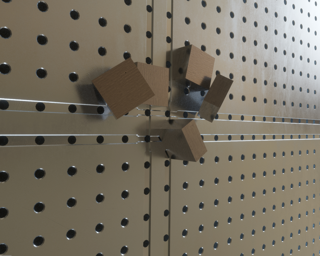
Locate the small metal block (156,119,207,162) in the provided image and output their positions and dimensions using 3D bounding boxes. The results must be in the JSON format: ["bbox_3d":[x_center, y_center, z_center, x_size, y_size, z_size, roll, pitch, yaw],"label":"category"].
[{"bbox_3d":[0.029,0.016,0.416,0.025,0.050,0.050,-39,114,-33],"label":"small metal block"}]

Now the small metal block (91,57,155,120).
[{"bbox_3d":[-0.042,-0.044,0.353,0.050,0.025,0.050,-34,95,-10],"label":"small metal block"}]

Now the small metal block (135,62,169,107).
[{"bbox_3d":[-0.016,-0.053,0.394,0.050,0.025,0.050,3,88,-40],"label":"small metal block"}]

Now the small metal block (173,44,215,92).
[{"bbox_3d":[0.050,-0.086,0.450,0.050,0.025,0.050,19,78,-38],"label":"small metal block"}]

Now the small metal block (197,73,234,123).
[{"bbox_3d":[0.081,-0.043,0.457,0.025,0.050,0.050,27,67,7],"label":"small metal block"}]
